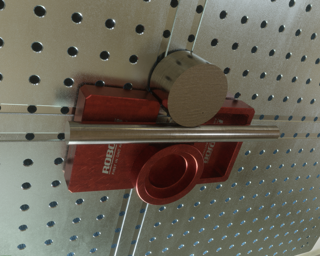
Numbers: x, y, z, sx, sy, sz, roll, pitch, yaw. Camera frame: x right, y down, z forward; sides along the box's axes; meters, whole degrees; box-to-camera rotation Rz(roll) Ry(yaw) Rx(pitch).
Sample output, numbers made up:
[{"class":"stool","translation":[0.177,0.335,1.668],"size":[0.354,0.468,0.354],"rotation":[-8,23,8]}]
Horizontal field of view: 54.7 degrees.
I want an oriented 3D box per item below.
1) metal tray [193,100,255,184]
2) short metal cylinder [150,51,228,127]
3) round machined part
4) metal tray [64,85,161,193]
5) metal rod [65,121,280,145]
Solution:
[{"class":"metal tray","translation":[0.077,0.022,0.459],"size":[0.091,0.030,0.129],"rotation":[1,118,-29]},{"class":"short metal cylinder","translation":[0.035,-0.048,0.379],"size":[0.081,0.050,0.079],"rotation":[-14,124,-21]},{"class":"round machined part","translation":[0.007,0.053,0.420],"size":[0.099,0.042,0.097],"rotation":[-14,124,-21]},{"class":"metal tray","translation":[-0.060,0.016,0.379],"size":[0.091,0.030,0.129],"rotation":[3,117,-30]},{"class":"metal rod","translation":[0.037,0.006,0.391],"size":[0.303,0.025,0.025],"rotation":[0,118,-29]}]
